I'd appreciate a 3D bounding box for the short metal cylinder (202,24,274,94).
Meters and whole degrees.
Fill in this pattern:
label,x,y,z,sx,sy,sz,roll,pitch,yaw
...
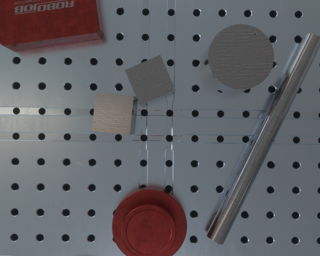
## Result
label,x,y,z,sx,sy,sz,roll,pitch,yaw
short metal cylinder,0.099,-0.087,0.401,0.081,0.050,0.080,0,90,0

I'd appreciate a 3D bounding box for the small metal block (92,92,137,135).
label,x,y,z,sx,sy,sz,roll,pitch,yaw
small metal block,-0.059,-0.019,0.410,0.050,0.025,0.050,6,90,6

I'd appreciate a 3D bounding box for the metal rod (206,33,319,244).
label,x,y,z,sx,sy,sz,roll,pitch,yaw
metal rod,0.139,0.014,0.414,0.025,0.025,0.299,26,90,0

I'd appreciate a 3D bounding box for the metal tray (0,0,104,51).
label,x,y,z,sx,sy,sz,roll,pitch,yaw
metal tray,-0.147,-0.158,0.409,0.131,0.030,0.089,-8,90,0

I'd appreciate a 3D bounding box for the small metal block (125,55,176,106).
label,x,y,z,sx,sy,sz,roll,pitch,yaw
small metal block,-0.013,-0.062,0.413,0.050,0.025,0.050,-23,90,0

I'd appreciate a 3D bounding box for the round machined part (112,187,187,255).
label,x,y,z,sx,sy,sz,roll,pitch,yaw
round machined part,-0.014,0.129,0.405,0.099,0.042,0.097,0,90,0
